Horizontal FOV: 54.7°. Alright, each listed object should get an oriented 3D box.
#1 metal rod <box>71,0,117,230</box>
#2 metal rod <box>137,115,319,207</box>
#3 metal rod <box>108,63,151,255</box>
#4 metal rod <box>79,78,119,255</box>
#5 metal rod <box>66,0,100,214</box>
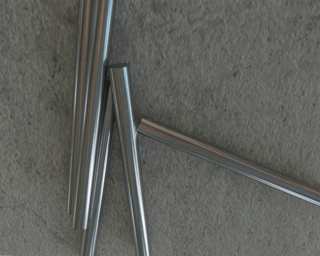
[{"bbox_3d":[-0.085,-0.004,0.385,0.025,0.025,0.298,9,109,-4],"label":"metal rod"},{"bbox_3d":[0.110,0.051,0.430,0.302,0.025,0.025,23,108,-9],"label":"metal rod"},{"bbox_3d":[-0.037,0.063,0.419,0.025,0.025,0.298,-4,115,1],"label":"metal rod"},{"bbox_3d":[-0.087,0.077,0.436,0.025,0.025,0.298,10,110,-4],"label":"metal rod"},{"bbox_3d":[-0.101,-0.019,0.401,0.025,0.025,0.298,8,110,-4],"label":"metal rod"}]
